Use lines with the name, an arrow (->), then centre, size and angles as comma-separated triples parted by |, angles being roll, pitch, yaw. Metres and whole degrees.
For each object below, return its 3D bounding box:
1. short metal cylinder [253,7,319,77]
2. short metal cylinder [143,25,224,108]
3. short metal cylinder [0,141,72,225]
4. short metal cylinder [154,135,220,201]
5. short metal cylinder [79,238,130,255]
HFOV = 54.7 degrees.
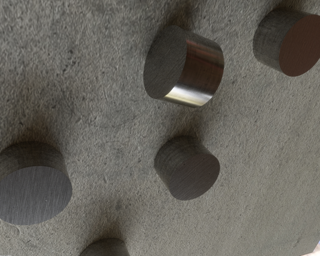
short metal cylinder -> 0.173, -0.115, 0.414 | 0.081, 0.050, 0.079 | -14, 124, -21
short metal cylinder -> 0.024, -0.066, 0.343 | 0.050, 0.080, 0.079 | 11, 113, -33
short metal cylinder -> -0.145, 0.062, 0.349 | 0.081, 0.050, 0.079 | -14, 124, -21
short metal cylinder -> 0.038, 0.057, 0.447 | 0.081, 0.050, 0.079 | -14, 124, -21
short metal cylinder -> -0.083, 0.219, 0.481 | 0.081, 0.050, 0.079 | -14, 124, -21
